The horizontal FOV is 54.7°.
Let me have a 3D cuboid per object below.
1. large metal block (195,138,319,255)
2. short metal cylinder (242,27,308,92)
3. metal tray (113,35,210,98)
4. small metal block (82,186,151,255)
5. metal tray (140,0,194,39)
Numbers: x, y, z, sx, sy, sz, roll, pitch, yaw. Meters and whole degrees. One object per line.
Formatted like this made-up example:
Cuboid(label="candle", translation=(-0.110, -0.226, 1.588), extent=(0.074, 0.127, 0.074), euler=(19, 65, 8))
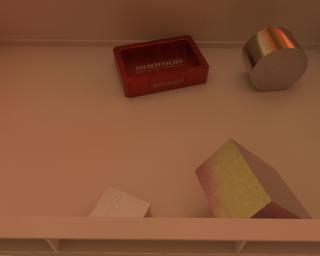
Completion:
Cuboid(label="large metal block", translation=(0.089, 0.067, 0.296), extent=(0.080, 0.050, 0.080), euler=(32, 22, -31))
Cuboid(label="short metal cylinder", translation=(0.167, -0.100, 0.455), extent=(0.081, 0.080, 0.050), euler=(-4, 50, -4))
Cuboid(label="metal tray", translation=(0.000, -0.099, 0.484), extent=(0.131, 0.030, 0.090), euler=(-12, 51, -11))
Cuboid(label="small metal block", translation=(-0.043, 0.096, 0.324), extent=(0.050, 0.025, 0.050), euler=(20, 53, 15))
Cuboid(label="metal tray", translation=(0.017, -0.217, 0.586), extent=(0.091, 0.030, 0.130), euler=(5, 50, 4))
